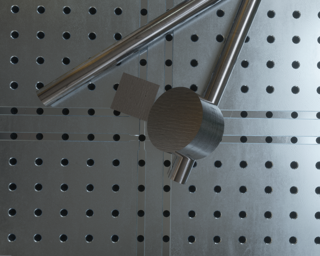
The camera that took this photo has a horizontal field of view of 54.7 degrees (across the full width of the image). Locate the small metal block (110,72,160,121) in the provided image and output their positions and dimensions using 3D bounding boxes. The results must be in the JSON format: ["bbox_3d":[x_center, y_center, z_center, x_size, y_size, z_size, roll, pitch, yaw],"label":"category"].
[{"bbox_3d":[-0.032,-0.040,0.413,0.050,0.025,0.050,20,90,-1],"label":"small metal block"}]

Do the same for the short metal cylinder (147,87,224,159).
[{"bbox_3d":[0.031,-0.004,0.381,0.080,0.050,0.080,-14,66,36],"label":"short metal cylinder"}]

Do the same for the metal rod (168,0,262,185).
[{"bbox_3d":[0.080,-0.068,0.414,0.025,0.025,0.299,23,90,-1],"label":"metal rod"}]

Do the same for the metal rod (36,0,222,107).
[{"bbox_3d":[-0.028,-0.118,0.412,0.301,0.025,0.025,-32,90,-1],"label":"metal rod"}]
